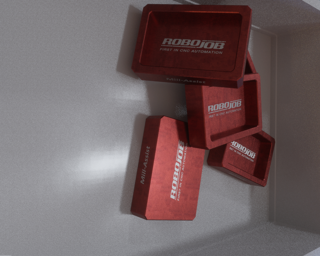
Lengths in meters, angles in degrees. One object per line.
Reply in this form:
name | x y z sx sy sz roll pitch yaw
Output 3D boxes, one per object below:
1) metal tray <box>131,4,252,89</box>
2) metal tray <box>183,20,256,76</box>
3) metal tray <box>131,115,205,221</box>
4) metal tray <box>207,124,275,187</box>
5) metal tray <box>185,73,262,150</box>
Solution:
metal tray | 0.038 -0.100 0.373 0.030 0.130 0.090 36 63 -71
metal tray | 0.094 -0.102 0.468 0.090 0.030 0.130 -48 124 -23
metal tray | 0.015 0.055 0.416 0.091 0.030 0.129 15 81 -39
metal tray | 0.141 0.039 0.520 0.131 0.030 0.090 27 73 -37
metal tray | 0.094 -0.028 0.438 0.131 0.030 0.089 -14 103 -39
